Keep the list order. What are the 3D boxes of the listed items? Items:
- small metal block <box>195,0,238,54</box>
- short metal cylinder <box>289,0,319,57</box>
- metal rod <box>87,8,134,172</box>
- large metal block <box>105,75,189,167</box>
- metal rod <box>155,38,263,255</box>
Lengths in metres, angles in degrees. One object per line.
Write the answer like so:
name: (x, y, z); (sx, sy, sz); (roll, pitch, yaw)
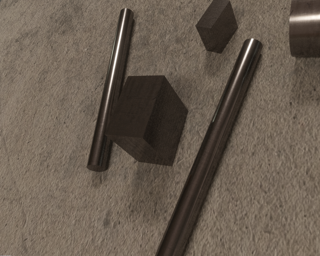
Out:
small metal block: (0.080, -0.141, 0.431); (0.025, 0.050, 0.050); (24, 75, 36)
short metal cylinder: (0.180, -0.121, 0.349); (0.050, 0.080, 0.080); (6, 65, 31)
metal rod: (-0.073, -0.076, 0.486); (0.025, 0.025, 0.299); (-8, 58, 23)
large metal block: (-0.012, -0.008, 0.378); (0.050, 0.080, 0.080); (4, 64, 30)
metal rod: (0.061, 0.020, 0.358); (0.025, 0.025, 0.300); (13, 68, 33)
